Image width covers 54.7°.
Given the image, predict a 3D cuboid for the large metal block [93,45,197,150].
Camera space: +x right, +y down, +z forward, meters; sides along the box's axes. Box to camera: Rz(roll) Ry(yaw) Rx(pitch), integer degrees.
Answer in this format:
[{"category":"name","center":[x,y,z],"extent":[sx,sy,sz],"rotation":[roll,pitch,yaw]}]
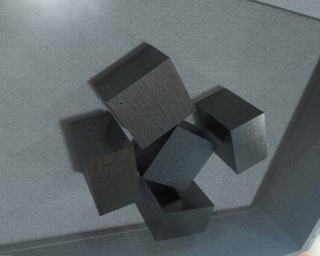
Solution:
[{"category":"large metal block","center":[-0.016,-0.035,0.361],"extent":[0.080,0.050,0.080],"rotation":[-36,130,-4]}]

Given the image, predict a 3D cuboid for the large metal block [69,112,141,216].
[{"category":"large metal block","center":[-0.064,0.039,0.362],"extent":[0.050,0.080,0.079],"rotation":[-18,126,-19]}]

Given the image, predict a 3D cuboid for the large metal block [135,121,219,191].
[{"category":"large metal block","center":[0.018,0.031,0.421],"extent":[0.080,0.050,0.080],"rotation":[25,105,-37]}]

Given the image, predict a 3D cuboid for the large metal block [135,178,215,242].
[{"category":"large metal block","center":[0.019,0.111,0.453],"extent":[0.081,0.080,0.050],"rotation":[1,118,-29]}]

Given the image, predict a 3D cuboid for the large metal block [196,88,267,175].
[{"category":"large metal block","center":[0.099,0.003,0.429],"extent":[0.050,0.080,0.080],"rotation":[-28,128,-11]}]
